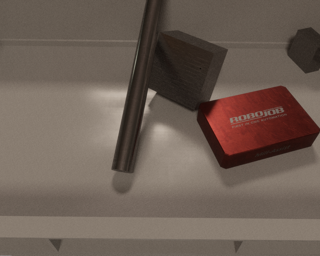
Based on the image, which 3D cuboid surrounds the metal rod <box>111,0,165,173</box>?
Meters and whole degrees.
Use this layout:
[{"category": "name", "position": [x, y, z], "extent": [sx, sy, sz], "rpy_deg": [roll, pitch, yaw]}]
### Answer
[{"category": "metal rod", "position": [-0.021, -0.091, 0.403], "extent": [0.025, 0.025, 0.299], "rpy_deg": [8, 75, 6]}]

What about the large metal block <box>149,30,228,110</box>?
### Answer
[{"category": "large metal block", "position": [0.036, -0.082, 0.430], "extent": [0.080, 0.079, 0.050], "rpy_deg": [28, 30, 21]}]

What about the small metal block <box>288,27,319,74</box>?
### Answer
[{"category": "small metal block", "position": [0.238, -0.124, 0.497], "extent": [0.025, 0.050, 0.050], "rpy_deg": [-15, 52, -12]}]

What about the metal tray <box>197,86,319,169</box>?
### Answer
[{"category": "metal tray", "position": [0.125, -0.005, 0.407], "extent": [0.131, 0.030, 0.090], "rpy_deg": [-13, 51, -11]}]
